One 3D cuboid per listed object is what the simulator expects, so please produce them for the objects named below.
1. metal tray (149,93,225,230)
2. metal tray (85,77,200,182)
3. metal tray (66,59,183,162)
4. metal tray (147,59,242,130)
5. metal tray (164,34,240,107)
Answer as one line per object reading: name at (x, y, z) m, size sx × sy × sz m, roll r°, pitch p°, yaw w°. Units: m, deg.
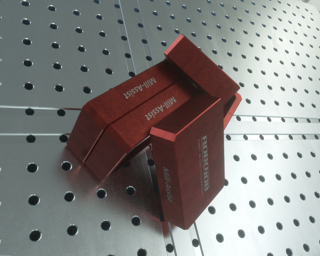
metal tray at (0.037, 0.038, 0.347) m, size 0.030 × 0.129 × 0.091 m, roll 18°, pitch 40°, yaw 36°
metal tray at (-0.017, 0.000, 0.356) m, size 0.030 × 0.090 × 0.131 m, roll 49°, pitch 51°, yaw 5°
metal tray at (-0.039, -0.021, 0.359) m, size 0.030 × 0.090 × 0.131 m, roll 49°, pitch 51°, yaw 5°
metal tray at (0.053, -0.056, 0.468) m, size 0.130 × 0.030 × 0.090 m, roll 40°, pitch 51°, yaw -2°
metal tray at (0.052, -0.069, 0.407) m, size 0.090 × 0.030 × 0.130 m, roll 43°, pitch 6°, yaw 1°
